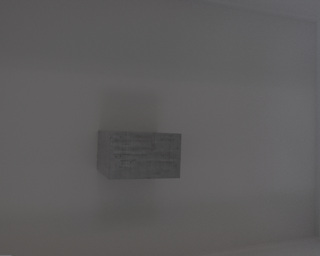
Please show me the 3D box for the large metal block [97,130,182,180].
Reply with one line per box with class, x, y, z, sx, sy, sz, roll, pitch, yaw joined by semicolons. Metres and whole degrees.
large metal block;-0.028;0.030;0.371;0.081;0.080;0.050;2;90;-20
